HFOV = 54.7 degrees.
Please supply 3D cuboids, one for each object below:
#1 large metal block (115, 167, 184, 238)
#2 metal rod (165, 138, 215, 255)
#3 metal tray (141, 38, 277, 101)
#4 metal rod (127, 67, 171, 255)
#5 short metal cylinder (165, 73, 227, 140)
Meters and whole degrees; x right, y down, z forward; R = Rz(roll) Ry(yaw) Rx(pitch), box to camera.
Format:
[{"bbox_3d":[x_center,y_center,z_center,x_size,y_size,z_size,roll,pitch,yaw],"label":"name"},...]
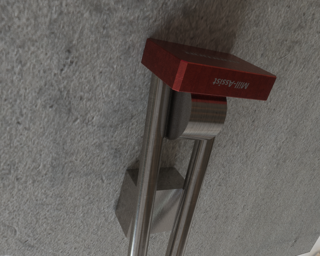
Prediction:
[{"bbox_3d":[-0.012,0.106,0.450,0.081,0.050,0.079,2,118,-30],"label":"large metal block"},{"bbox_3d":[0.047,0.068,0.418,0.025,0.025,0.298,9,99,-33],"label":"metal rod"},{"bbox_3d":[0.055,-0.067,0.356,0.131,0.090,0.030,2,117,-30],"label":"metal tray"},{"bbox_3d":[-0.015,0.065,0.383,0.025,0.025,0.298,2,102,-30],"label":"metal rod"},{"bbox_3d":[0.036,-0.025,0.379,0.050,0.080,0.079,2,118,-30],"label":"short metal cylinder"}]
